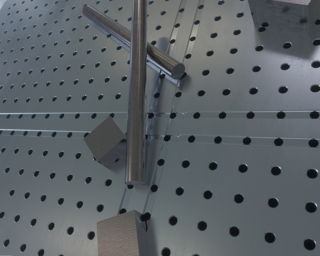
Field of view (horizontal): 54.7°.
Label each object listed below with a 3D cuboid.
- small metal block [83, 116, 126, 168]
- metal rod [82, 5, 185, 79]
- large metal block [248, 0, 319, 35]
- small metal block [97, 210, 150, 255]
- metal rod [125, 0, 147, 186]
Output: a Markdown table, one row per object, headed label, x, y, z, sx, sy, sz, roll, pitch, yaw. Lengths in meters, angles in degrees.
| label | x | y | z | sx | sy | sz | roll | pitch | yaw |
| --- | --- | --- | --- | --- | --- | --- | --- | --- | --- |
| small metal block | -0.072 | 0.019 | 0.435 | 0.050 | 0.025 | 0.050 | -42 | 51 | -1 |
| metal rod | -0.060 | -0.160 | 0.537 | 0.025 | 0.025 | 0.300 | -45 | 51 | -3 |
| large metal block | 0.176 | -0.177 | 0.408 | 0.080 | 0.050 | 0.080 | 28 | 77 | 37 |
| small metal block | -0.043 | 0.127 | 0.353 | 0.050 | 0.025 | 0.050 | -22 | 54 | 15 |
| metal rod | -0.032 | -0.068 | 0.444 | 0.025 | 0.025 | 0.299 | -11 | 64 | 22 |
